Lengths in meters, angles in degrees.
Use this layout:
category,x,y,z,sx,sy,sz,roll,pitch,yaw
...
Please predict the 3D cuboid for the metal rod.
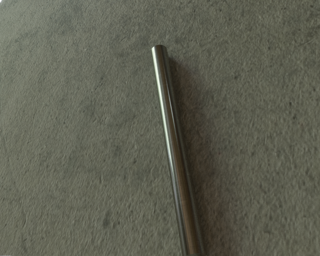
category,x,y,z,sx,sy,sz,roll,pitch,yaw
metal rod,0.017,0.004,0.391,0.025,0.025,0.299,-20,54,16
